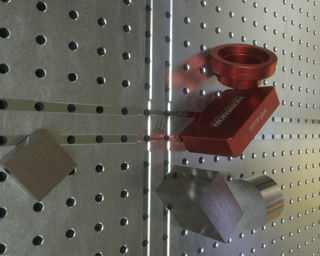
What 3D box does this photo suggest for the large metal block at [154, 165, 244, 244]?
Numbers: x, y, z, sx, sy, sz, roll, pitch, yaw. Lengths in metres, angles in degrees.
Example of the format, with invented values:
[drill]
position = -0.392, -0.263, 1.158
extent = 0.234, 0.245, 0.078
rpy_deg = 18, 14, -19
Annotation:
[large metal block]
position = 0.053, 0.100, 0.418
extent = 0.050, 0.080, 0.080
rpy_deg = -48, 119, -29

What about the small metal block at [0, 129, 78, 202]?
[small metal block]
position = -0.121, 0.036, 0.308
extent = 0.050, 0.025, 0.050
rpy_deg = -48, 119, -29

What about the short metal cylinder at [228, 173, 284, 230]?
[short metal cylinder]
position = 0.149, 0.117, 0.498
extent = 0.050, 0.080, 0.079
rpy_deg = -7, 95, -40

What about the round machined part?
[round machined part]
position = 0.124, -0.092, 0.472
extent = 0.099, 0.098, 0.042
rpy_deg = -29, 134, -36

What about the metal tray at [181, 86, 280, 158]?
[metal tray]
position = 0.103, -0.013, 0.452
extent = 0.131, 0.090, 0.030
rpy_deg = -43, 118, -31
